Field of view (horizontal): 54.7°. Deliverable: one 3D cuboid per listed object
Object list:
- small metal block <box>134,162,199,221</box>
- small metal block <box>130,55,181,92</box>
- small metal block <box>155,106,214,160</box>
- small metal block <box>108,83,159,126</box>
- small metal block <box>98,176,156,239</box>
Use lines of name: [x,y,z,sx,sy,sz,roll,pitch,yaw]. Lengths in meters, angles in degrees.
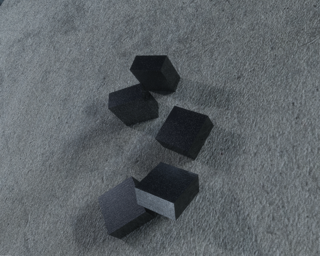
small metal block: [0.009,0.068,0.342,0.050,0.025,0.050,15,37,32]
small metal block: [-0.006,-0.077,0.438,0.050,0.050,0.025,7,66,31]
small metal block: [0.031,0.005,0.385,0.050,0.025,0.050,20,72,35]
small metal block: [-0.036,-0.031,0.426,0.050,0.050,0.025,-15,56,20]
small metal block: [-0.040,0.094,0.367,0.050,0.025,0.050,-33,51,6]
